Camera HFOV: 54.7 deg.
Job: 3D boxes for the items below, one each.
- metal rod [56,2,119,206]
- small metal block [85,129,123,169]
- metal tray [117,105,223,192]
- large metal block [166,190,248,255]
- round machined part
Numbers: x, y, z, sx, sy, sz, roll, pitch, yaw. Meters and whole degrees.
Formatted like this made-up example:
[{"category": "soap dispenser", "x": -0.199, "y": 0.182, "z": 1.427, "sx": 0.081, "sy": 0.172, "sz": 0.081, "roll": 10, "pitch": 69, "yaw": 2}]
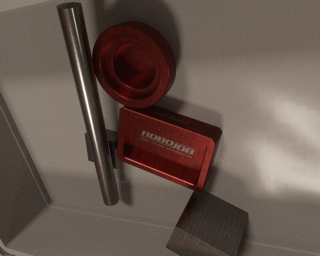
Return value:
[{"category": "metal rod", "x": -0.085, "y": -0.006, "z": 0.404, "sx": 0.025, "sy": 0.025, "sz": 0.298, "roll": 12, "pitch": 129, "yaw": 21}, {"category": "small metal block", "x": -0.083, "y": 0.029, "z": 0.468, "sx": 0.050, "sy": 0.025, "sz": 0.050, "roll": 14, "pitch": 124, "yaw": 20}, {"category": "metal tray", "x": 0.008, "y": 0.023, "z": 0.413, "sx": 0.130, "sy": 0.030, "sz": 0.089, "roll": 20, "pitch": 126, "yaw": 16}, {"category": "large metal block", "x": 0.065, "y": 0.139, "z": 0.424, "sx": 0.080, "sy": 0.080, "sz": 0.050, "roll": 26, "pitch": 127, "yaw": 11}, {"category": "round machined part", "x": -0.026, "y": -0.076, "z": 0.363, "sx": 0.098, "sy": 0.042, "sz": 0.097, "roll": 13, "pitch": 124, "yaw": 20}]
